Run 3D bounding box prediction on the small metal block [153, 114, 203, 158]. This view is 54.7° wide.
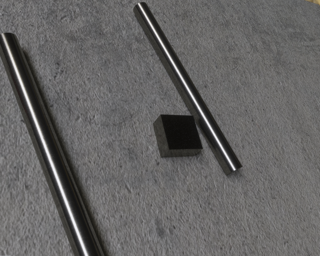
[{"bbox_3d":[0.023,0.011,0.410,0.050,0.025,0.050,1,61,-28],"label":"small metal block"}]

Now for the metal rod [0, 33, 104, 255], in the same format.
[{"bbox_3d":[-0.117,0.023,0.326,0.025,0.025,0.299,-16,70,-34],"label":"metal rod"}]

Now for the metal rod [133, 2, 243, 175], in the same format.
[{"bbox_3d":[0.035,-0.069,0.463,0.025,0.025,0.299,-16,70,-35],"label":"metal rod"}]
